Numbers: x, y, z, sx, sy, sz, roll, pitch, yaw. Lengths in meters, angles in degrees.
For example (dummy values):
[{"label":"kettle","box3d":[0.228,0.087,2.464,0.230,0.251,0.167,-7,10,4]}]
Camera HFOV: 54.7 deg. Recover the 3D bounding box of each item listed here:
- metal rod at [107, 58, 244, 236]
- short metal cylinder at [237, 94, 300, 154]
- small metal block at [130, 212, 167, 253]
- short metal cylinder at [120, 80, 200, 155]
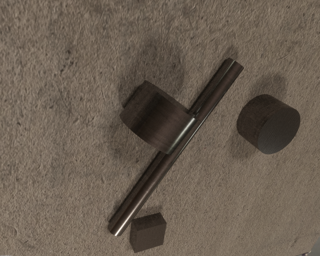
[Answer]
[{"label":"metal rod","box3d":[0.017,0.034,0.438,0.025,0.025,0.299,27,104,-38]},{"label":"short metal cylinder","box3d":[0.168,-0.006,0.481,0.081,0.050,0.079,-14,125,-21]},{"label":"small metal block","box3d":[-0.020,0.170,0.503,0.050,0.025,0.050,-7,122,-25]},{"label":"short metal cylinder","box3d":[0.000,-0.013,0.365,0.080,0.080,0.050,29,102,-38]}]
